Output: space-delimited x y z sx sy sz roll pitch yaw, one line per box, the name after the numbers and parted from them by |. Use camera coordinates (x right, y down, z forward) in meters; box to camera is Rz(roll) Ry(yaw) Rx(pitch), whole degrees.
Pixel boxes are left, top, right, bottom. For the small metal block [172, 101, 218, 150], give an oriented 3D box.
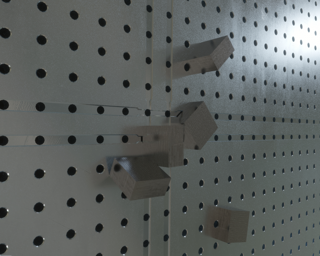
0.052 -0.004 0.451 0.050 0.025 0.050 -47 118 -29 | small metal block

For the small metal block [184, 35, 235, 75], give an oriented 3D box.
0.072 -0.106 0.451 0.050 0.050 0.025 -50 120 -28 | small metal block

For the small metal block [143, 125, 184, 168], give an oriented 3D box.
0.003 0.022 0.395 0.025 0.050 0.050 -2 91 -40 | small metal block

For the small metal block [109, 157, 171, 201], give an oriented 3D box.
-0.024 0.058 0.368 0.050 0.050 0.025 2 115 -40 | small metal block

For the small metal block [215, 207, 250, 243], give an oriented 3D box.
0.119 0.159 0.508 0.050 0.025 0.050 15 80 -39 | small metal block
